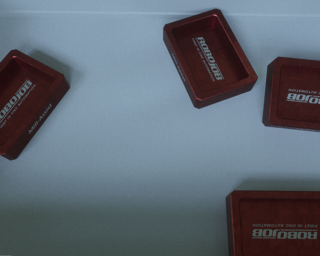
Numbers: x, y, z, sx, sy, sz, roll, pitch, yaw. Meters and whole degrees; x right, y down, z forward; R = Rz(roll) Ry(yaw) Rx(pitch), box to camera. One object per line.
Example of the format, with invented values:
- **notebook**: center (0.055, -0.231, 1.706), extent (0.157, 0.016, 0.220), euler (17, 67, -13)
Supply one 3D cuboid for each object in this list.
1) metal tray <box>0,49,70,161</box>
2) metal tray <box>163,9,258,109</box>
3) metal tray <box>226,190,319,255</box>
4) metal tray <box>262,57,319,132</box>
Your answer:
- **metal tray**: center (-0.198, -0.033, 0.417), extent (0.090, 0.030, 0.130), euler (28, 72, 10)
- **metal tray**: center (0.068, -0.101, 0.444), extent (0.091, 0.030, 0.130), euler (-20, 71, -7)
- **metal tray**: center (0.147, 0.121, 0.363), extent (0.131, 0.030, 0.090), euler (1, 70, 0)
- **metal tray**: center (0.209, -0.041, 0.410), extent (0.131, 0.030, 0.089), euler (6, 86, 2)
